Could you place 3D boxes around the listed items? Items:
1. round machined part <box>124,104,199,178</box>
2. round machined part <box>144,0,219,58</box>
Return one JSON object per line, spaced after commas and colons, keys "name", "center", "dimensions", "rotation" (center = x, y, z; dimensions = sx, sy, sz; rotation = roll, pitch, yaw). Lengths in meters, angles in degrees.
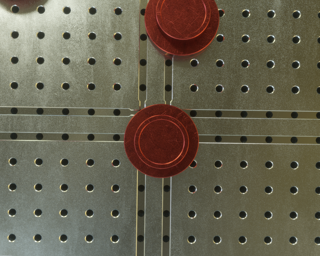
{"name": "round machined part", "center": [0.002, 0.017, 0.405], "dimensions": [0.099, 0.042, 0.097], "rotation": [0, 90, -1]}
{"name": "round machined part", "center": [0.029, -0.144, 0.405], "dimensions": [0.099, 0.042, 0.097], "rotation": [0, 90, -1]}
